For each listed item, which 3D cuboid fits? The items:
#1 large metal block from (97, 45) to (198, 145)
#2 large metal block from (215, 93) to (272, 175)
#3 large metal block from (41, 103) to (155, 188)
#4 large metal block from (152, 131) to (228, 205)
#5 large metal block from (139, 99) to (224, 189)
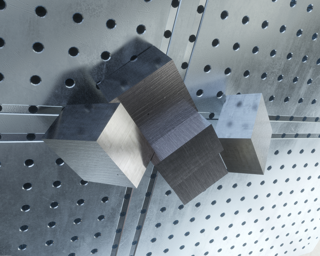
[{"bbox_3d":[-0.013,-0.035,0.365,0.080,0.050,0.080,-35,130,-3],"label":"large metal block"},{"bbox_3d":[0.120,0.009,0.438,0.080,0.050,0.080,58,44,-39],"label":"large metal block"},{"bbox_3d":[-0.065,0.019,0.342,0.080,0.080,0.050,58,45,-39],"label":"large metal block"},{"bbox_3d":[0.041,0.051,0.448,0.080,0.050,0.080,-35,128,-5],"label":"large metal block"},{"bbox_3d":[0.019,0.015,0.394,0.080,0.080,0.050,-36,131,-4],"label":"large metal block"}]
